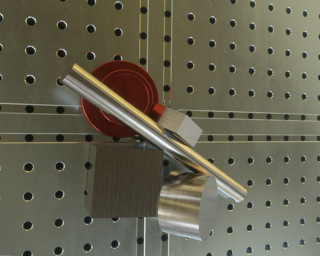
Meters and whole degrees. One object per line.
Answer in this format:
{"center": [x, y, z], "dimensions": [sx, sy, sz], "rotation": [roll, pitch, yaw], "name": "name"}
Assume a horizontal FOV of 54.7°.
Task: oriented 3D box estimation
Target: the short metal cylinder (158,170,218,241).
{"center": [0.038, 0.097, 0.392], "dimensions": [0.080, 0.050, 0.079], "rotation": [4, 90, -65], "name": "short metal cylinder"}

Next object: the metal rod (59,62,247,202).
{"center": [0.012, 0.021, 0.384], "dimensions": [0.301, 0.025, 0.025], "rotation": [36, 78, -30], "name": "metal rod"}

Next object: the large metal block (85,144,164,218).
{"center": [-0.045, 0.064, 0.381], "dimensions": [0.081, 0.050, 0.080], "rotation": [5, 88, -20], "name": "large metal block"}

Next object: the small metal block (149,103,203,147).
{"center": [0.019, -0.003, 0.397], "dimensions": [0.025, 0.050, 0.050], "rotation": [-60, 142, -7], "name": "small metal block"}

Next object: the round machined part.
{"center": [-0.047, -0.036, 0.387], "dimensions": [0.099, 0.042, 0.097], "rotation": [0, 90, -21], "name": "round machined part"}
